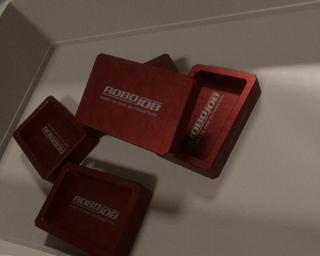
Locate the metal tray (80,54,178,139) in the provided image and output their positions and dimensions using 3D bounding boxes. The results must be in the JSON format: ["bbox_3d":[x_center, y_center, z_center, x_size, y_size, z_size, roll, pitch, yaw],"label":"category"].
[{"bbox_3d":[-0.041,-0.043,0.425,0.130,0.030,0.090,-19,40,26],"label":"metal tray"}]

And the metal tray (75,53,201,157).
[{"bbox_3d":[-0.028,-0.029,0.363,0.130,0.030,0.090,19,89,24],"label":"metal tray"}]

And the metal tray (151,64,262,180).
[{"bbox_3d":[0.055,-0.013,0.380,0.090,0.030,0.130,20,72,35],"label":"metal tray"}]

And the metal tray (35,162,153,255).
[{"bbox_3d":[-0.084,0.100,0.383,0.130,0.030,0.090,10,67,32],"label":"metal tray"}]

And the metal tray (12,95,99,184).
[{"bbox_3d":[-0.164,0.015,0.476,0.090,0.030,0.130,-48,52,-6],"label":"metal tray"}]
